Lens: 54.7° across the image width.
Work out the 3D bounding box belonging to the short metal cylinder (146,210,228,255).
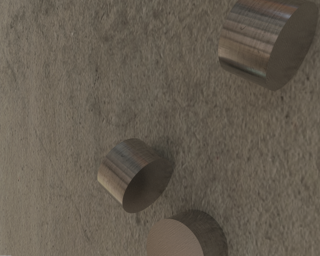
[{"bbox_3d":[0.031,0.141,0.362,0.080,0.050,0.079,0,90,39],"label":"short metal cylinder"}]

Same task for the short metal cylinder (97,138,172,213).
[{"bbox_3d":[-0.031,0.060,0.393,0.050,0.081,0.079,35,111,34],"label":"short metal cylinder"}]

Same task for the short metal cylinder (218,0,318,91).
[{"bbox_3d":[0.099,-0.081,0.286,0.050,0.081,0.079,34,111,34],"label":"short metal cylinder"}]
